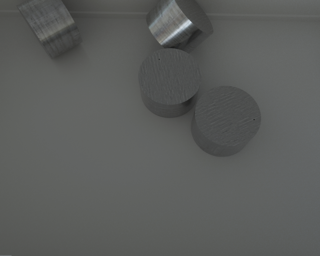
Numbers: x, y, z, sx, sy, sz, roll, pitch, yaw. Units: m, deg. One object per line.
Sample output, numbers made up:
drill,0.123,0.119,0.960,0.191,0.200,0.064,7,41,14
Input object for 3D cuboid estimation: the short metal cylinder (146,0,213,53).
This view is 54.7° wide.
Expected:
short metal cylinder,0.028,-0.145,0.427,0.050,0.081,0.080,-37,68,33

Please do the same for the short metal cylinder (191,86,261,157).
short metal cylinder,0.083,-0.008,0.400,0.081,0.050,0.080,0,70,0

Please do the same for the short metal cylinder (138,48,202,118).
short metal cylinder,0.013,-0.059,0.416,0.081,0.050,0.080,0,72,0

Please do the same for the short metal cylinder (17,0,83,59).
short metal cylinder,-0.152,-0.143,0.431,0.050,0.080,0.080,-34,74,-12
